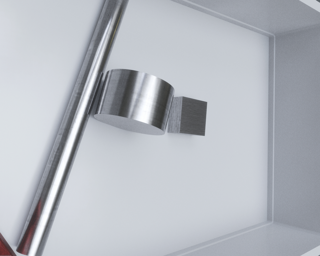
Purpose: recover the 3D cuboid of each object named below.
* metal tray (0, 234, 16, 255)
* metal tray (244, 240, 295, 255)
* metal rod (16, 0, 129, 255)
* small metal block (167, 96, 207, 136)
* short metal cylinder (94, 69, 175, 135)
[{"bbox_3d":[-0.139,0.107,0.221,0.030,0.130,0.090,-29,109,-16],"label":"metal tray"},{"bbox_3d":[0.206,0.269,0.583,0.131,0.030,0.089,6,86,-40],"label":"metal tray"},{"bbox_3d":[-0.087,-0.019,0.334,0.025,0.025,0.299,26,74,-38],"label":"metal rod"},{"bbox_3d":[0.040,-0.016,0.442,0.050,0.025,0.050,8,85,-40],"label":"small metal block"},{"bbox_3d":[-0.028,-0.027,0.349,0.080,0.080,0.050,22,76,-38],"label":"short metal cylinder"}]
